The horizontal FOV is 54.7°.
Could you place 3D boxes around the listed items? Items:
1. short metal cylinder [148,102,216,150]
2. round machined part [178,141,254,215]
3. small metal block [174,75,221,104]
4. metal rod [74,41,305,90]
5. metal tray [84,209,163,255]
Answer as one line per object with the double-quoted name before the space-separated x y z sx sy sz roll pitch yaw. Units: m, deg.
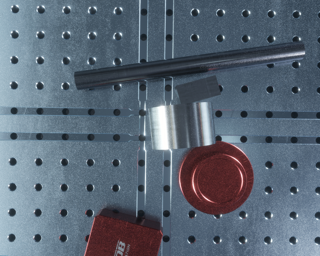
"short metal cylinder" 0.027 -0.003 0.386 0.081 0.080 0.050 -6 90 -1
"round machined part" 0.075 0.066 0.406 0.099 0.042 0.097 0 90 -1
"small metal block" 0.047 -0.046 0.401 0.050 0.050 0.025 -15 90 -1
"metal rod" 0.039 -0.083 0.413 0.302 0.025 0.025 -8 90 -1
"metal tray" -0.055 0.183 0.410 0.091 0.030 0.129 15 90 -1
